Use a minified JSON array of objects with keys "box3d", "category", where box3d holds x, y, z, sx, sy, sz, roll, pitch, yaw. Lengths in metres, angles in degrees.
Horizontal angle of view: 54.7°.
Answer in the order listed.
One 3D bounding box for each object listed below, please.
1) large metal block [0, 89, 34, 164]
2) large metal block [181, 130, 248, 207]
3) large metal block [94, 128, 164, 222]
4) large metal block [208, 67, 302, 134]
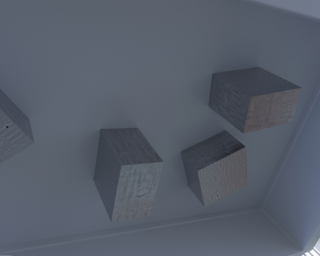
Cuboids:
[{"box3d":[-0.182,-0.002,0.292,0.080,0.050,0.080,-34,129,-6],"category":"large metal block"},{"box3d":[0.085,0.062,0.477,0.080,0.050,0.080,-25,128,-13],"category":"large metal block"},{"box3d":[-0.043,0.054,0.383,0.050,0.080,0.079,-2,119,-28],"category":"large metal block"},{"box3d":[0.123,-0.041,0.415,0.081,0.080,0.050,-11,123,-22],"category":"large metal block"}]
